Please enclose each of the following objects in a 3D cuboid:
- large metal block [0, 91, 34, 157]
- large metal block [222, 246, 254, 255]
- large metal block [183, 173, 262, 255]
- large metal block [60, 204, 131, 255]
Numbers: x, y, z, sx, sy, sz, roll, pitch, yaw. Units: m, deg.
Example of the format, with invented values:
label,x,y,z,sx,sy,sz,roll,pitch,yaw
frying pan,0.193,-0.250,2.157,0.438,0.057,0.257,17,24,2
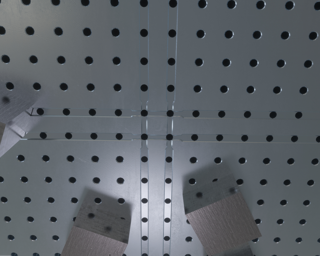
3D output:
label,x,y,z,sx,sy,sz,roll,pitch,yaw
large metal block,-0.215,-0.011,0.378,0.080,0.080,0.050,22,109,-8
large metal block,0.125,0.247,0.492,0.080,0.050,0.080,-24,109,8
large metal block,0.088,0.125,0.447,0.080,0.050,0.080,-25,108,9
large metal block,-0.098,0.173,0.463,0.080,0.050,0.080,22,109,-8
